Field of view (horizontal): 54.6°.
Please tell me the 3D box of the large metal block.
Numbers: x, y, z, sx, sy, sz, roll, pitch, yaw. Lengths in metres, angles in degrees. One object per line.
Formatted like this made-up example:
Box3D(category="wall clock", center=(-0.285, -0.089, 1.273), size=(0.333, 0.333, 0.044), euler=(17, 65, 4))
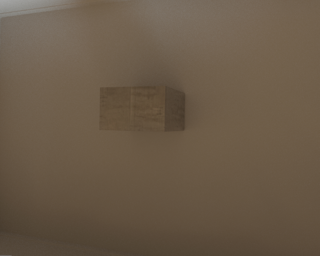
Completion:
Box3D(category="large metal block", center=(-0.019, -0.022, 0.386), size=(0.080, 0.080, 0.050), euler=(1, 91, 20))
